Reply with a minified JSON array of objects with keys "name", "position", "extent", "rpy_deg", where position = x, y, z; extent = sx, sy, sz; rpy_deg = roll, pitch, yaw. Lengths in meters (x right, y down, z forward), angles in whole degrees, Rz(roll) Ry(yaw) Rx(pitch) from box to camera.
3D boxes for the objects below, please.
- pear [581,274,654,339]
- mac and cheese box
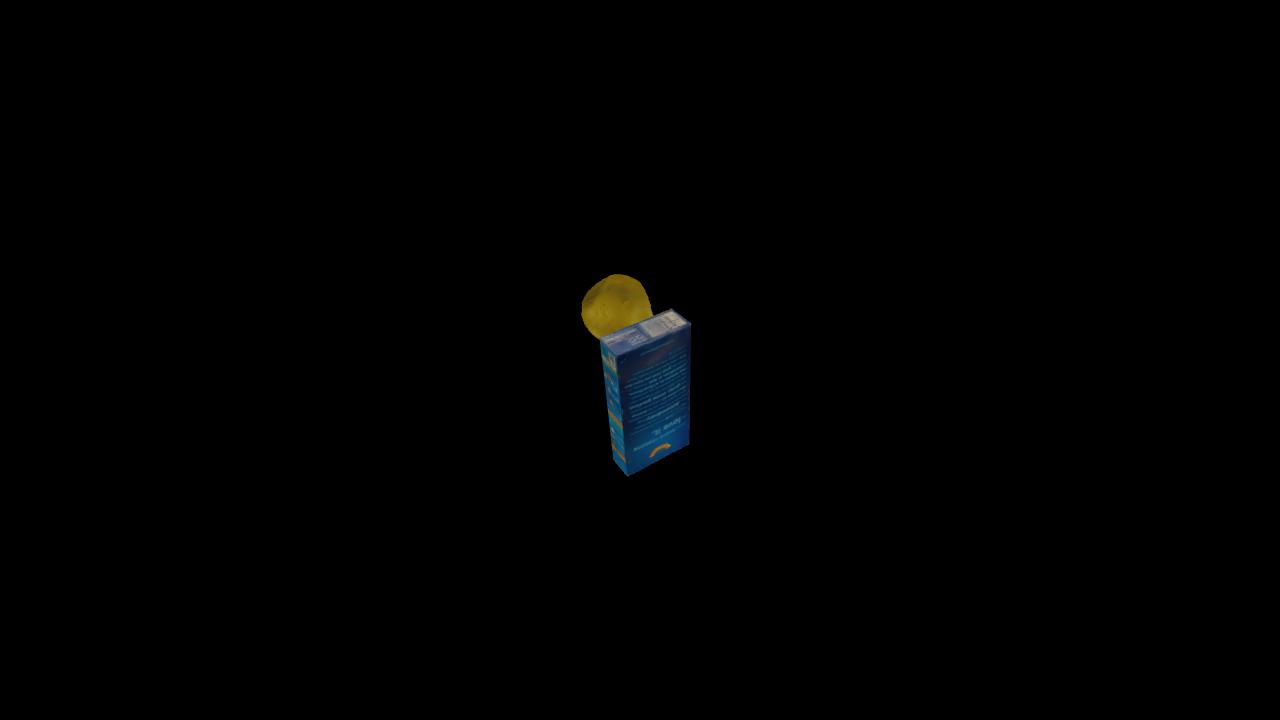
[{"name":"pear","position":[-0.011,-0.042,0.693],"extent":[0.111,0.080,0.080],"rpy_deg":[46,-20,-21]},{"name":"mac and cheese box","position":[0.010,0.040,0.677],"extent":[0.093,0.184,0.041],"rpy_deg":[-25,45,-24]}]
